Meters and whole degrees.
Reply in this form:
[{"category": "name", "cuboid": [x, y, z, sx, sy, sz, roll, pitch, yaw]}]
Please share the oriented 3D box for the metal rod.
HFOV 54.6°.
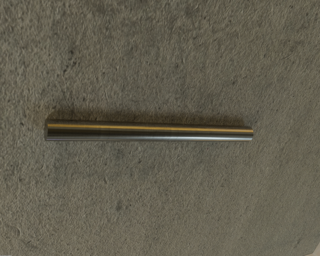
[{"category": "metal rod", "cuboid": [0.006, 0.006, 0.414, 0.302, 0.025, 0.025, 2, 118, -29]}]
